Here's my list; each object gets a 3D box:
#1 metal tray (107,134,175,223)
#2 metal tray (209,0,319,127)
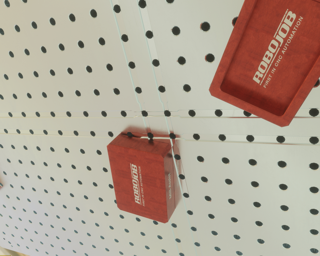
[{"bbox_3d":[-0.027,0.078,0.471,0.090,0.030,0.129,10,123,23],"label":"metal tray"},{"bbox_3d":[0.113,-0.074,0.302,0.090,0.030,0.129,26,128,11],"label":"metal tray"}]
